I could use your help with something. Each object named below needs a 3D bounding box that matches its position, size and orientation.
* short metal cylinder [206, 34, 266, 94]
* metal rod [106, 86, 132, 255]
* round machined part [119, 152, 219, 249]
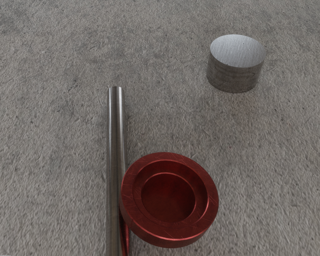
[{"bbox_3d":[0.114,-0.098,0.471,0.081,0.050,0.080,0,50,0],"label":"short metal cylinder"},{"bbox_3d":[-0.048,0.063,0.349,0.025,0.025,0.300,-4,50,-4],"label":"metal rod"},{"bbox_3d":[0.007,0.076,0.321,0.099,0.042,0.098,8,47,-8],"label":"round machined part"}]
